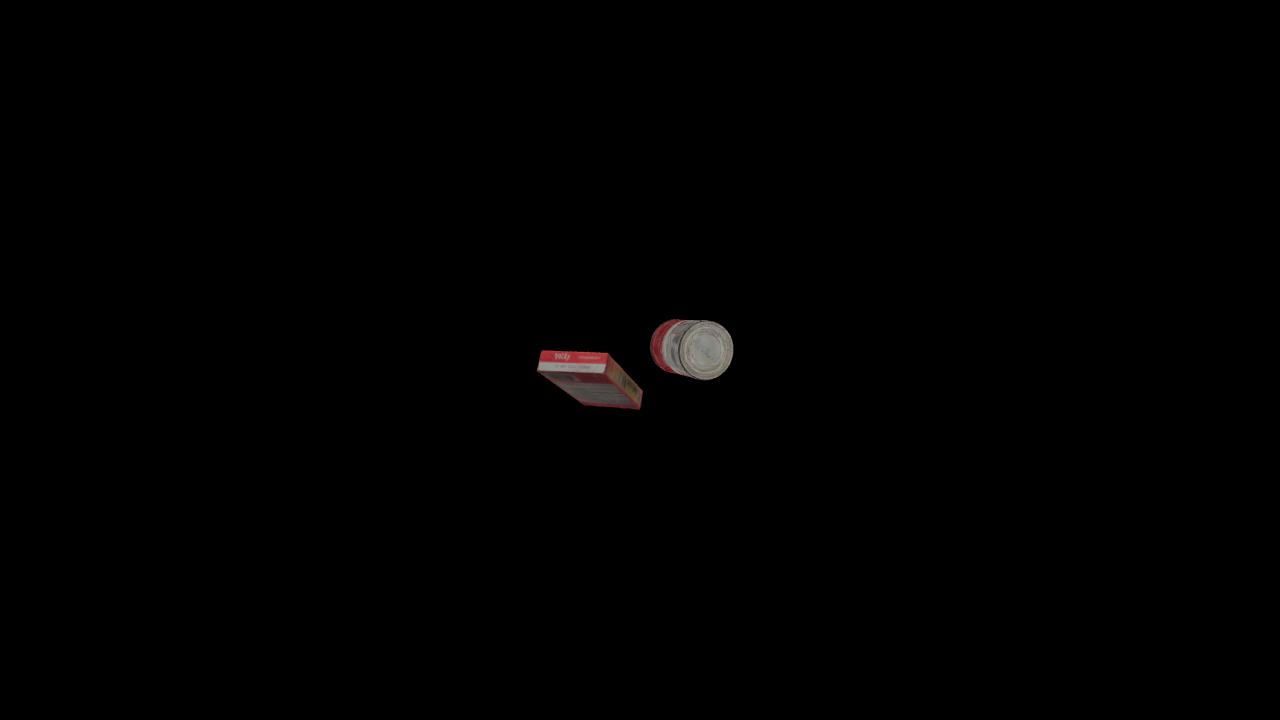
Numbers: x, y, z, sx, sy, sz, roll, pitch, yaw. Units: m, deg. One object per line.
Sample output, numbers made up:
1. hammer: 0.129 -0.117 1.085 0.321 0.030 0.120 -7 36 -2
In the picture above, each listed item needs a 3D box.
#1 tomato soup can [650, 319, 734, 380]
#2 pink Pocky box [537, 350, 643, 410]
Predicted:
1. tomato soup can: 0.059 -0.014 0.717 0.068 0.068 0.101 0 4 -17
2. pink Pocky box: -0.056 0.026 0.752 0.084 0.029 0.155 3 -18 17
